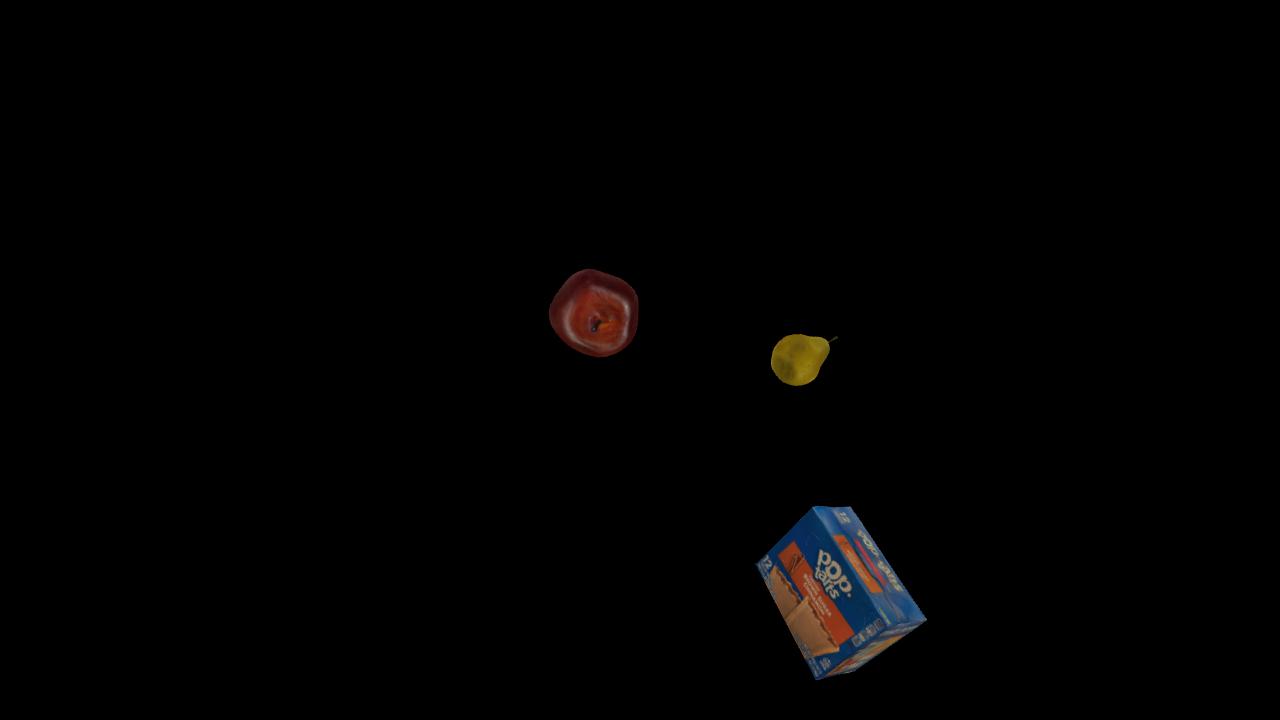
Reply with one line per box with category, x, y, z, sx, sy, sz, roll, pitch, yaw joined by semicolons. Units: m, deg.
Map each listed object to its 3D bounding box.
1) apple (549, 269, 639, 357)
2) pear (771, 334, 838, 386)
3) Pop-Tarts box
apple;-0.040;-0.042;0.542;0.079;0.079;0.093;0;18;-6
pear;0.254;-0.007;0.939;0.111;0.080;0.080;-19;10;-29
Pop-Tarts box;0.255;0.302;0.809;0.083;0.141;0.167;7;40;-35
